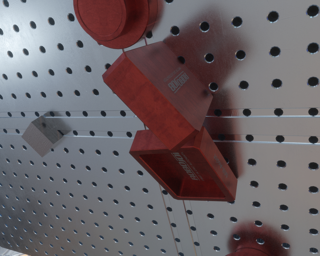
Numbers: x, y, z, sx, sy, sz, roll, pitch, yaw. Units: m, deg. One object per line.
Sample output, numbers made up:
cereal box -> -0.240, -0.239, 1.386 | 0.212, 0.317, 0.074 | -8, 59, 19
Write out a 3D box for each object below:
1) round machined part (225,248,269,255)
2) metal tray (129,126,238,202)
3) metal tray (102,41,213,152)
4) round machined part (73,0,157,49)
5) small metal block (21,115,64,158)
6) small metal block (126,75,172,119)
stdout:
round machined part -> 0.138, 0.220, 0.464 | 0.098, 0.042, 0.097 | 13, 124, 21
metal tray -> 0.033, 0.049, 0.387 | 0.090, 0.030, 0.130 | -6, 140, 31
metal tray -> 0.007, -0.040, 0.312 | 0.090, 0.130, 0.030 | 46, 114, -4
round machined part -> -0.056, -0.136, 0.346 | 0.098, 0.042, 0.097 | 13, 124, 21
small metal block -> -0.200, 0.015, 0.526 | 0.050, 0.025, 0.050 | 46, 129, -5
small metal block -> -0.011, -0.046, 0.374 | 0.050, 0.025, 0.050 | 28, 146, 25
